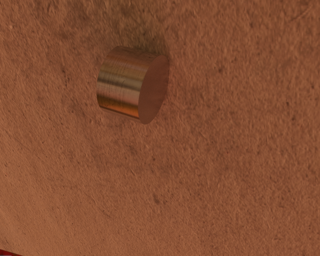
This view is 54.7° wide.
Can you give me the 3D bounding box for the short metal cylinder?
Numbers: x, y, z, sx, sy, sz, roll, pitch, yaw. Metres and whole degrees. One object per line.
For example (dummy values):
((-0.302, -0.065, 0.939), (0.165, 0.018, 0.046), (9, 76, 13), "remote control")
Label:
((-0.029, -0.049, 0.355), (0.050, 0.080, 0.079), (18, 125, 18), "short metal cylinder")
